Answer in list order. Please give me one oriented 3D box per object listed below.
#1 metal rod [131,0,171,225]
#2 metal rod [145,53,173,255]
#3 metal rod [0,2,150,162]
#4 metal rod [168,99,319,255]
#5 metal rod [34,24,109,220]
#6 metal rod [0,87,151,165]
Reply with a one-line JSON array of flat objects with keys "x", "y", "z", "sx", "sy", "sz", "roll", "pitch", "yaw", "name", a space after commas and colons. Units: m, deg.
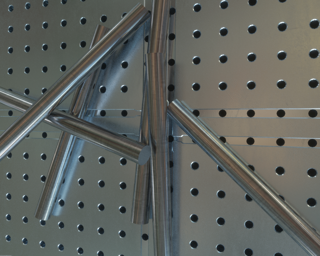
[{"x": -0.013, "y": -0.021, "z": 0.417, "sx": 0.025, "sy": 0.025, "sz": 0.298, "roll": 6, "pitch": 92, "yaw": 20, "name": "metal rod"}, {"x": 0.000, "y": 0.056, "z": 0.399, "sx": 0.025, "sy": 0.025, "sz": 0.298, "roll": -1, "pitch": 95, "yaw": 20, "name": "metal rod"}, {"x": -0.129, "y": -0.056, "z": 0.420, "sx": 0.300, "sy": 0.025, "sz": 0.025, "roll": -44, "pitch": 76, "yaw": -1, "name": "metal rod"}, {"x": 0.117, "y": 0.074, "z": 0.371, "sx": 0.300, "sy": 0.025, "sz": 0.025, "roll": 45, "pitch": 104, "yaw": 14, "name": "metal rod"}, {"x": -0.129, "y": -0.003, "z": 0.458, "sx": 0.025, "sy": 0.025, "sz": 0.299, "roll": 23, "pitch": 97, "yaw": 18, "name": "metal rod"}, {"x": -0.142, "y": -0.012, "z": 0.436, "sx": 0.300, "sy": 0.025, "sz": 0.025, "roll": 20, "pitch": 97, "yaw": 29, "name": "metal rod"}]
